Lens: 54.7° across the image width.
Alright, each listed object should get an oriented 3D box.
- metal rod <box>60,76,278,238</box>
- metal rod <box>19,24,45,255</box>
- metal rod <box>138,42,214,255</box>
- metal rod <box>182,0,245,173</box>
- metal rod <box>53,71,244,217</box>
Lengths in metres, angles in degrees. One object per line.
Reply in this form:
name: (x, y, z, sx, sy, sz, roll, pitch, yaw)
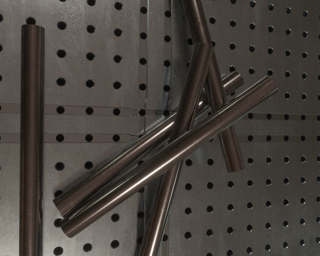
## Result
metal rod: (0.010, 0.035, 0.372, 0.301, 0.025, 0.025, -35, 103, 0)
metal rod: (-0.148, 0.033, 0.358, 0.025, 0.025, 0.298, 1, 90, -20)
metal rod: (0.018, 0.040, 0.399, 0.025, 0.025, 0.298, 14, 93, -20)
metal rod: (0.064, -0.089, 0.416, 0.025, 0.025, 0.298, -13, 87, -20)
metal rod: (-0.003, 0.012, 0.412, 0.301, 0.025, 0.025, -36, 102, -17)
